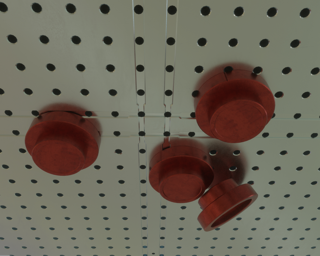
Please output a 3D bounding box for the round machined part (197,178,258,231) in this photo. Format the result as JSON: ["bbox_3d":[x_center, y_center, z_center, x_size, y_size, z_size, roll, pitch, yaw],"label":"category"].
[{"bbox_3d":[0.099,0.115,0.481,0.099,0.042,0.098,-25,150,-15],"label":"round machined part"}]

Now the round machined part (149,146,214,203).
[{"bbox_3d":[0.032,0.076,0.466,0.099,0.042,0.097,-1,130,0],"label":"round machined part"}]

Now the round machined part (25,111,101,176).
[{"bbox_3d":[-0.134,0.028,0.422,0.099,0.042,0.097,-1,130,0],"label":"round machined part"}]

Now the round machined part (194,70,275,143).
[{"bbox_3d":[0.094,-0.019,0.386,0.099,0.042,0.097,-1,130,0],"label":"round machined part"}]
